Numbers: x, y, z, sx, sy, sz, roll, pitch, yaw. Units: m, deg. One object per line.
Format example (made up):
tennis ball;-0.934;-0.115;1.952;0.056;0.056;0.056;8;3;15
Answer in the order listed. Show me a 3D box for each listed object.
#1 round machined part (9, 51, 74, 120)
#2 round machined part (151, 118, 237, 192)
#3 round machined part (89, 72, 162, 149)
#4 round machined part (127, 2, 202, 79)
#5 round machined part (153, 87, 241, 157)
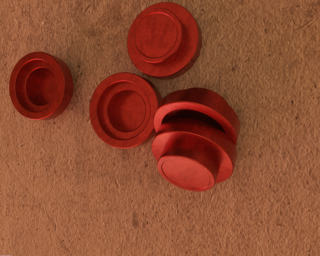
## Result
round machined part;-0.170;-0.060;0.460;0.098;0.042;0.097;0;90;20
round machined part;0.035;0.037;0.357;0.098;0.098;0.042;10;51;19
round machined part;-0.041;-0.023;0.414;0.098;0.042;0.097;0;90;20
round machined part;0.002;-0.114;0.399;0.098;0.042;0.097;0;90;20
round machined part;0.045;-0.009;0.365;0.098;0.098;0.042;10;51;19
